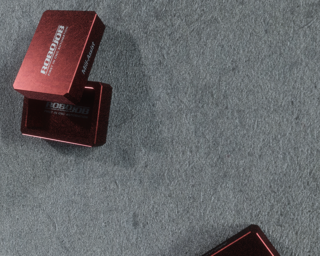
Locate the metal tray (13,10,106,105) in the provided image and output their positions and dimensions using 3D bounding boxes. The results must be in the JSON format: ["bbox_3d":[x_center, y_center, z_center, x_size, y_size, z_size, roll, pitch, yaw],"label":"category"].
[{"bbox_3d":[-0.139,-0.102,0.433,0.090,0.030,0.130,9,73,19],"label":"metal tray"}]

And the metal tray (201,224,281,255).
[{"bbox_3d":[0.089,0.190,0.375,0.130,0.030,0.090,-39,78,15],"label":"metal tray"}]

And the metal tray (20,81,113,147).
[{"bbox_3d":[-0.139,-0.027,0.455,0.130,0.030,0.089,8,93,19],"label":"metal tray"}]
